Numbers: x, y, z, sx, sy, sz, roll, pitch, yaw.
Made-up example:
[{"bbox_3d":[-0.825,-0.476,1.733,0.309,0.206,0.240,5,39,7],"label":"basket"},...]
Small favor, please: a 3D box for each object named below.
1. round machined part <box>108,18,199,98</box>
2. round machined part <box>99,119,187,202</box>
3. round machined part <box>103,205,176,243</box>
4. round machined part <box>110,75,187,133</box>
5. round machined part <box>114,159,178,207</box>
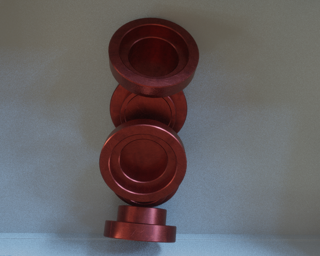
[{"bbox_3d":[-0.008,-0.075,0.353,0.099,0.098,0.042,7,152,-3],"label":"round machined part"},{"bbox_3d":[-0.019,0.035,0.367,0.099,0.042,0.097,0,110,-1],"label":"round machined part"},{"bbox_3d":[-0.026,0.132,0.430,0.099,0.098,0.042,6,73,-3],"label":"round machined part"},{"bbox_3d":[-0.014,-0.022,0.392,0.099,0.042,0.097,0,110,-1],"label":"round machined part"},{"bbox_3d":[-0.021,0.069,0.425,0.099,0.042,0.097,0,110,-1],"label":"round machined part"}]
